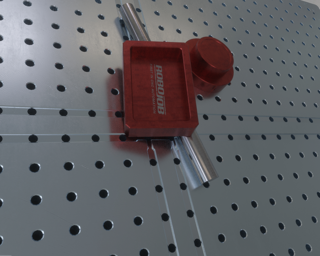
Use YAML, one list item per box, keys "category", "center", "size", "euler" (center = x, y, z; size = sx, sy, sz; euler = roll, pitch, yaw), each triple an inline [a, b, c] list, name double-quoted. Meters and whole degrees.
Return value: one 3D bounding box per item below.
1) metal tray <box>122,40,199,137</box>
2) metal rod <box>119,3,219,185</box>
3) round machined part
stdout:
- category: "metal tray"
  center: [-0.003, -0.054, 0.411]
  size: [0.091, 0.030, 0.130]
  euler: [0, 67, -10]
- category: "metal rod"
  center: [0.006, -0.061, 0.448]
  size: [0.025, 0.025, 0.299]
  euler: [-12, 68, -33]
- category: "round machined part"
  center: [0.081, -0.110, 0.508]
  size: [0.099, 0.042, 0.098]
  euler: [14, 56, -21]
